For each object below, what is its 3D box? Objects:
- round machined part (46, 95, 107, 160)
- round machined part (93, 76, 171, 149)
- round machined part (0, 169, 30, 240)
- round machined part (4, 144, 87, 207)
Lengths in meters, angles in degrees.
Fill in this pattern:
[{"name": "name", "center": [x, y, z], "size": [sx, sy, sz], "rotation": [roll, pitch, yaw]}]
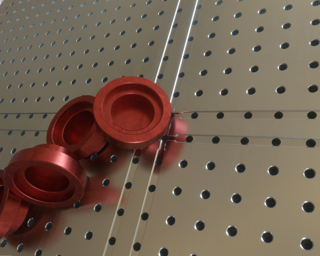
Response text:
[{"name": "round machined part", "center": [-0.112, 0.004, 0.450], "size": [0.098, 0.042, 0.098], "rotation": [-15, 54, 22]}, {"name": "round machined part", "center": [-0.037, -0.016, 0.407], "size": [0.099, 0.042, 0.098], "rotation": [3, 62, -6]}, {"name": "round machined part", "center": [-0.221, 0.111, 0.434], "size": [0.098, 0.042, 0.098], "rotation": [-20, 55, 32]}, {"name": "round machined part", "center": [-0.143, 0.058, 0.402], "size": [0.098, 0.098, 0.042], "rotation": [-17, 39, 18]}]
